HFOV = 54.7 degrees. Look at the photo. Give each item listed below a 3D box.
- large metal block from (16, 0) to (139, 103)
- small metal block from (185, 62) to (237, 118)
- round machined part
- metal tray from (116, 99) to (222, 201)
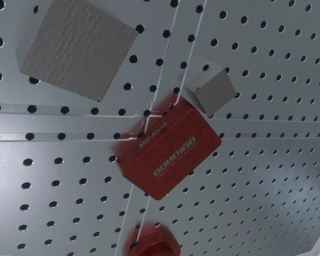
[{"bbox_3d":[-0.081,-0.082,0.300,0.080,0.050,0.080,20,107,-36],"label":"large metal block"},{"bbox_3d":[0.069,-0.051,0.418,0.050,0.025,0.050,-39,130,-2],"label":"small metal block"},{"bbox_3d":[-0.007,0.233,0.541,0.099,0.042,0.097,-14,124,-21],"label":"round machined part"},{"bbox_3d":[0.015,0.034,0.437,0.130,0.030,0.090,-43,130,1],"label":"metal tray"}]
